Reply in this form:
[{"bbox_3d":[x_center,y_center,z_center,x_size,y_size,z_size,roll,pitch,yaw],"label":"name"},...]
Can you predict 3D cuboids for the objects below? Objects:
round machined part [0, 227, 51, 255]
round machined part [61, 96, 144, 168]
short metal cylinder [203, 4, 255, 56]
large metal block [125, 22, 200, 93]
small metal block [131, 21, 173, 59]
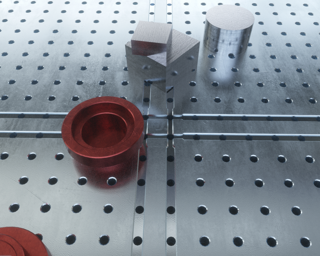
[{"bbox_3d":[-0.151,0.137,0.281,0.099,0.042,0.098,0,50,0],"label":"round machined part"},{"bbox_3d":[-0.069,0.009,0.389,0.099,0.042,0.098,0,50,0],"label":"round machined part"},{"bbox_3d":[0.117,-0.169,0.534,0.080,0.050,0.080,0,50,0],"label":"short metal cylinder"},{"bbox_3d":[0.004,-0.113,0.486,0.080,0.050,0.080,33,57,25],"label":"large metal block"},{"bbox_3d":[-0.011,-0.130,0.451,0.050,0.025,0.050,8,51,7],"label":"small metal block"}]
